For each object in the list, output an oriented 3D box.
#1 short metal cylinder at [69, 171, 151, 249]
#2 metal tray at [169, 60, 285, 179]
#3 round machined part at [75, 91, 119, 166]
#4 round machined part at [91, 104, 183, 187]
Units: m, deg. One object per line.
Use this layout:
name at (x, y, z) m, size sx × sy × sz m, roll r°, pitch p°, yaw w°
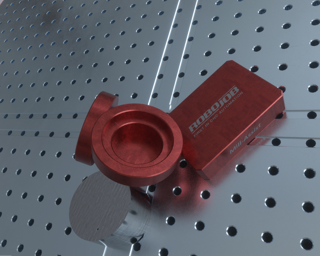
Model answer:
short metal cylinder at (-0.057, 0.095, 0.362) m, size 0.080 × 0.050 × 0.080 m, roll -13°, pitch 56°, yaw 20°
metal tray at (0.071, -0.013, 0.375) m, size 0.130 × 0.030 × 0.090 m, roll -43°, pitch 51°, yaw -2°
round machined part at (-0.072, 0.004, 0.407) m, size 0.042 × 0.098 × 0.098 m, roll 21°, pitch 68°, yaw -2°
round machined part at (-0.026, 0.022, 0.346) m, size 0.099 × 0.042 × 0.098 m, roll 5°, pitch 51°, yaw -6°
